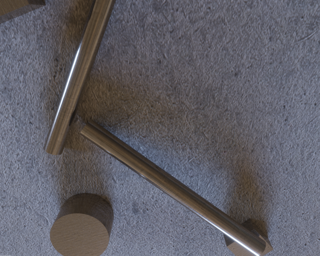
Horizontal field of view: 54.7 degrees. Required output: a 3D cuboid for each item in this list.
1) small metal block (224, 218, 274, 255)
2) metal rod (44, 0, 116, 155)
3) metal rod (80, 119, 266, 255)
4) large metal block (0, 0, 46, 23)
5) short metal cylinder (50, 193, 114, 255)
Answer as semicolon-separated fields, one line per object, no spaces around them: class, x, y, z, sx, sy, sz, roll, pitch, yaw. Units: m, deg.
small metal block;0.135;0.176;0.476;0.050;0.025;0.050;-39;106;13
metal rod;-0.086;-0.099;0.372;0.025;0.025;0.298;22;109;-8
metal rod;0.023;0.085;0.427;0.301;0.025;0.025;36;106;-7
large metal block;-0.188;-0.159;0.336;0.080;0.050;0.080;-19;109;7
short metal cylinder;-0.110;0.142;0.448;0.081;0.050;0.079;0;110;0
